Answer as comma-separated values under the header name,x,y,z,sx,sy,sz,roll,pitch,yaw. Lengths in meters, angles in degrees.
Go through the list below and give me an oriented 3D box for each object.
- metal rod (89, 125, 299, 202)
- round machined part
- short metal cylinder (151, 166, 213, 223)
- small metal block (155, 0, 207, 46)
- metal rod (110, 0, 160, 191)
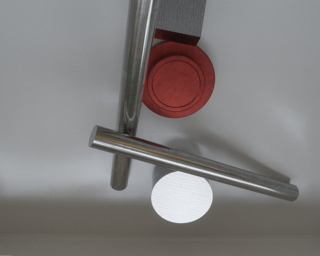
name,x,y,z,sx,sy,sz,roll,pitch,yaw
metal rod,0.060,0.051,0.390,0.302,0.025,0.025,18,110,-23
round machined part,0.019,-0.058,0.381,0.099,0.042,0.097,0,110,-1
short metal cylinder,0.029,0.083,0.429,0.081,0.050,0.079,0,110,-1
small metal block,0.023,-0.126,0.354,0.050,0.025,0.050,10,80,-4
metal rod,-0.033,-0.025,0.338,0.025,0.025,0.298,10,134,-4
